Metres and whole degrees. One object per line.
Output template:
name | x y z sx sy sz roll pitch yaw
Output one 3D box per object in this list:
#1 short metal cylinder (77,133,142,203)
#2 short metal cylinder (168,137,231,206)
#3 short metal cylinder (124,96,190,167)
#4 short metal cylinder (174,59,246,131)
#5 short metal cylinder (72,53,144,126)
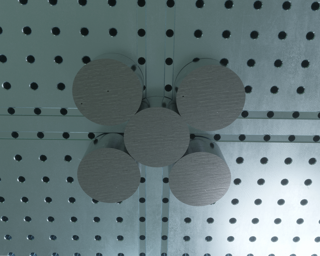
short metal cylinder | -0.065 0.053 0.418 0.081 0.050 0.079 0 110 -1
short metal cylinder | 0.051 0.058 0.422 0.081 0.050 0.079 0 110 -1
short metal cylinder | -0.004 0.004 0.401 0.081 0.050 0.079 0 110 -1
short metal cylinder | 0.059 -0.042 0.383 0.081 0.050 0.079 0 110 -1
short metal cylinder | -0.061 -0.049 0.381 0.081 0.050 0.079 0 110 -1
